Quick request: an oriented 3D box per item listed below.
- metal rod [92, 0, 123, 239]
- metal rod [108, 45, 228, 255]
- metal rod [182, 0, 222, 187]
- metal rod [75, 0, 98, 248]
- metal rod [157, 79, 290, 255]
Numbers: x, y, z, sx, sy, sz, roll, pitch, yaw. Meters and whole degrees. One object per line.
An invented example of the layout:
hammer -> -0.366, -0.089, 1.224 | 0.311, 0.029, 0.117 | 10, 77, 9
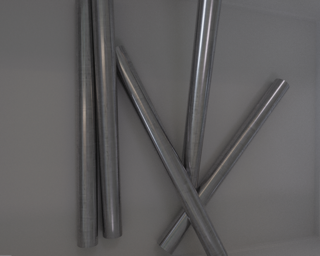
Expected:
metal rod -> -0.063, -0.014, 0.374 | 0.025, 0.025, 0.298 | -4, 96, -20
metal rod -> 0.010, 0.036, 0.396 | 0.025, 0.025, 0.299 | -27, 93, -18
metal rod -> 0.048, -0.057, 0.363 | 0.025, 0.025, 0.298 | -6, 117, -20
metal rod -> -0.089, -0.008, 0.377 | 0.025, 0.025, 0.298 | 0, 90, -20
metal rod -> 0.097, 0.046, 0.446 | 0.025, 0.025, 0.300 | 42, 77, -15
